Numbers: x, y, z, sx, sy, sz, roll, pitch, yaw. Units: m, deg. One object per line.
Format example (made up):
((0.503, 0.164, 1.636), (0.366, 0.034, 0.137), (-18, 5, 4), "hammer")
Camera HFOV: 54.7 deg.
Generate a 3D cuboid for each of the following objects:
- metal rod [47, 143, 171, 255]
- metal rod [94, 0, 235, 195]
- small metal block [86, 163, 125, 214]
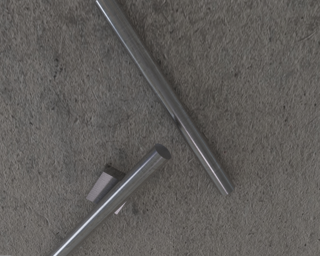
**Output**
((-0.090, 0.127, 0.431), (0.025, 0.025, 0.299), (38, 115, -13), "metal rod")
((0.016, -0.031, 0.398), (0.025, 0.025, 0.299), (-31, 108, 10), "metal rod")
((-0.069, 0.087, 0.441), (0.050, 0.025, 0.050), (31, 107, -11), "small metal block")
